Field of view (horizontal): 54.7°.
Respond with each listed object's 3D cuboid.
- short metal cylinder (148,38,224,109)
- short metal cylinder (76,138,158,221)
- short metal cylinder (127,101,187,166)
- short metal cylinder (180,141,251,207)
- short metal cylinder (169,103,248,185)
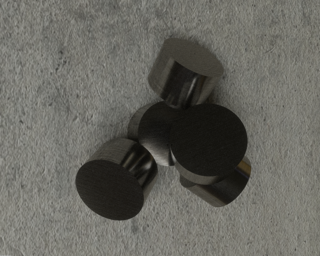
[{"bbox_3d":[0.031,-0.068,0.386,0.081,0.080,0.050,14,129,-20],"label":"short metal cylinder"},{"bbox_3d":[-0.048,0.058,0.357,0.080,0.050,0.079,7,117,15],"label":"short metal cylinder"},{"bbox_3d":[0.003,0.006,0.398,0.081,0.050,0.080,0,90,-21],"label":"short metal cylinder"},{"bbox_3d":[0.071,0.056,0.407,0.050,0.080,0.080,37,78,-17],"label":"short metal cylinder"},{"bbox_3d":[0.052,0.019,0.345,0.080,0.050,0.080,-1,70,3],"label":"short metal cylinder"}]
